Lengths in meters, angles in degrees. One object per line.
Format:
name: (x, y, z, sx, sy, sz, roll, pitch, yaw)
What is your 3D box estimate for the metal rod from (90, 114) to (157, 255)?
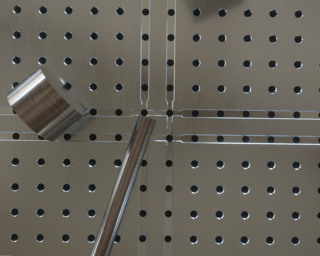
metal rod: (-0.065, 0.127, 0.412, 0.025, 0.025, 0.299, 19, 90, 0)

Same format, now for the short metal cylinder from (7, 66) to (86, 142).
short metal cylinder: (-0.138, -0.030, 0.385, 0.050, 0.080, 0.080, -40, 90, 0)

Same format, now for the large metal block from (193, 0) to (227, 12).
large metal block: (0.074, -0.211, 0.401, 0.080, 0.050, 0.080, -22, 90, 0)
